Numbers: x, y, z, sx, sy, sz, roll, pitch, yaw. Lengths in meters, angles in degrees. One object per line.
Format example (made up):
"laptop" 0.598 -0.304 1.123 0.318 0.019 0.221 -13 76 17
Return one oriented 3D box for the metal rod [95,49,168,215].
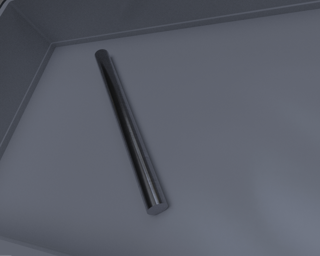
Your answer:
"metal rod" -0.051 -0.017 0.441 0.025 0.025 0.300 -31 52 8
